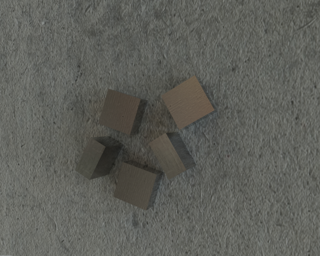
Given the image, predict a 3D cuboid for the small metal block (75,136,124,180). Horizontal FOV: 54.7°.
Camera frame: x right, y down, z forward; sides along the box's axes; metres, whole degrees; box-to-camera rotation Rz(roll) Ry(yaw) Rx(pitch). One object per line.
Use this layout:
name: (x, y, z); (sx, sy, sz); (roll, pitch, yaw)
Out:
small metal block: (-0.082, 0.040, 0.425); (0.025, 0.050, 0.050); (30, 100, 17)

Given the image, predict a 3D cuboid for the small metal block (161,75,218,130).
small metal block: (0.038, -0.031, 0.396); (0.050, 0.025, 0.050); (-30, 80, 17)

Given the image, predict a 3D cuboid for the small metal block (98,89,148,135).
small metal block: (-0.051, -0.022, 0.427); (0.050, 0.025, 0.050); (19, 96, 19)

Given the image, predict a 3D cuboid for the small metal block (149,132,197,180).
small metal block: (0.017, 0.033, 0.390); (0.025, 0.050, 0.050); (-32, 80, 17)

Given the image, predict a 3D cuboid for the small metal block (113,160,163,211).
small metal block: (-0.029, 0.076, 0.419); (0.050, 0.025, 0.050); (18, 96, 19)
